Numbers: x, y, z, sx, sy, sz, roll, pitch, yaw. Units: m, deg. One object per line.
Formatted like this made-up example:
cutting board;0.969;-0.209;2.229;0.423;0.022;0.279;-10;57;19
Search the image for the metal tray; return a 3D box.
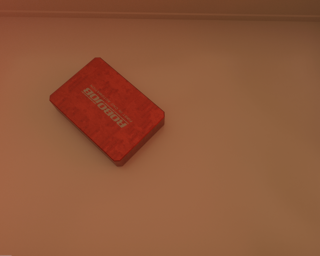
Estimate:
metal tray;-0.069;-0.024;0.415;0.130;0.030;0.090;41;75;13
